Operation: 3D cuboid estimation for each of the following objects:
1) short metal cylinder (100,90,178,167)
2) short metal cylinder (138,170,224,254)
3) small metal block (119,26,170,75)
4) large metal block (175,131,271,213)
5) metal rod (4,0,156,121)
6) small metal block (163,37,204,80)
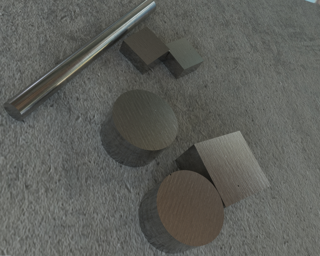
[{"bbox_3d":[-0.026,0.001,0.373,0.081,0.050,0.080,14,56,-21],"label":"short metal cylinder"},{"bbox_3d":[0.023,0.093,0.343,0.081,0.050,0.080,14,56,-21],"label":"short metal cylinder"},{"bbox_3d":[-0.023,-0.115,0.458,0.050,0.025,0.050,46,58,4],"label":"small metal block"},{"bbox_3d":[0.079,0.057,0.395,0.081,0.050,0.080,-13,69,-34],"label":"large metal block"},{"bbox_3d":[-0.087,-0.111,0.424,0.025,0.025,0.301,38,51,-3],"label":"metal rod"},{"bbox_3d":[0.033,-0.110,0.489,0.050,0.025,0.050,-31,79,-38],"label":"small metal block"}]
